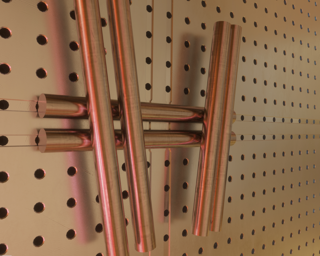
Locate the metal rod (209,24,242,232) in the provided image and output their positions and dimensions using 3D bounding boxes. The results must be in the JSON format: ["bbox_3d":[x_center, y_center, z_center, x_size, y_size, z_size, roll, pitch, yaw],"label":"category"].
[{"bbox_3d":[0.093,-0.004,0.454,0.025,0.025,0.299,12,83,-39],"label":"metal rod"}]

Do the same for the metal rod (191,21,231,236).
[{"bbox_3d":[0.073,-0.003,0.437,0.025,0.025,0.299,12,83,-39],"label":"metal rod"}]

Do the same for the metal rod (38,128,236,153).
[{"bbox_3d":[-0.002,0.015,0.407,0.302,0.025,0.025,1,90,-40],"label":"metal rod"}]

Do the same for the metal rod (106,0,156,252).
[{"bbox_3d":[-0.032,-0.008,0.349,0.025,0.025,0.298,-10,97,-39],"label":"metal rod"}]

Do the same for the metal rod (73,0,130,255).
[{"bbox_3d":[-0.061,-0.006,0.325,0.025,0.025,0.298,-11,97,-39],"label":"metal rod"}]

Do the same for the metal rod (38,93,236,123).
[{"bbox_3d":[-0.002,-0.020,0.407,0.302,0.025,0.025,1,90,-40],"label":"metal rod"}]
